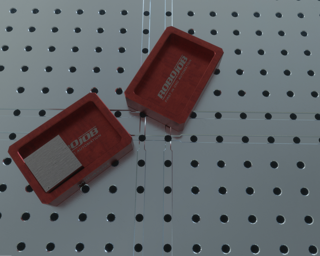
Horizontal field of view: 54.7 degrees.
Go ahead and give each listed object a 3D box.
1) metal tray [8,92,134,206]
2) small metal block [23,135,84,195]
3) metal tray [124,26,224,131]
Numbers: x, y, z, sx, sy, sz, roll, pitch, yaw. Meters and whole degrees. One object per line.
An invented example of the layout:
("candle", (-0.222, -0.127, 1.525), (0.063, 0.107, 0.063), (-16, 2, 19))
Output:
("metal tray", (-0.111, 0.025, 0.398), (0.131, 0.030, 0.090), (-37, 74, -13))
("small metal block", (-0.128, 0.045, 0.380), (0.050, 0.025, 0.050), (-38, 75, -13))
("metal tray", (0.021, -0.072, 0.435), (0.090, 0.030, 0.130), (27, 72, 9))
